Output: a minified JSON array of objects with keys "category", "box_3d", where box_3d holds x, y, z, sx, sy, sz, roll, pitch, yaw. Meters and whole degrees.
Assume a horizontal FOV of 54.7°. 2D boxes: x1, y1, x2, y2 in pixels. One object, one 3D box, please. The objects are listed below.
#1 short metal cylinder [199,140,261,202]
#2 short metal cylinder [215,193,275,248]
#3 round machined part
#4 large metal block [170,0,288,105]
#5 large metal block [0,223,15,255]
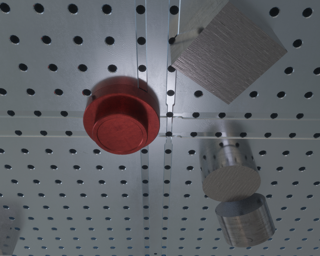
[{"category":"short metal cylinder","box_3d":[0.099,0.063,0.450,0.081,0.050,0.079,0,130,0]},{"category":"short metal cylinder","box_3d":[0.134,0.143,0.489,0.080,0.080,0.050,-18,96,15]},{"category":"round machined part","box_3d":[-0.049,-0.003,0.397,0.099,0.042,0.097,0,130,0]},{"category":"large metal block","box_3d":[0.068,-0.084,0.324,0.080,0.050,0.080,30,124,-23]},{"category":"large metal block","box_3d":[-0.324,0.219,0.579,0.081,0.050,0.079,9,130,-8]}]
